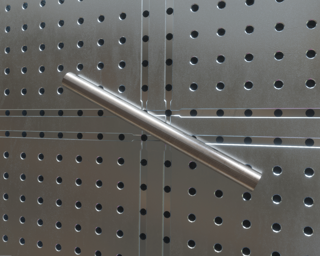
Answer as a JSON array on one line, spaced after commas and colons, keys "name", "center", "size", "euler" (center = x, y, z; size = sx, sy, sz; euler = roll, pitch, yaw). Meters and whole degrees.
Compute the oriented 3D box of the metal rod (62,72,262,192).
[{"name": "metal rod", "center": [-0.010, -0.003, 0.415], "size": [0.301, 0.025, 0.025], "euler": [29, 99, 17]}]
